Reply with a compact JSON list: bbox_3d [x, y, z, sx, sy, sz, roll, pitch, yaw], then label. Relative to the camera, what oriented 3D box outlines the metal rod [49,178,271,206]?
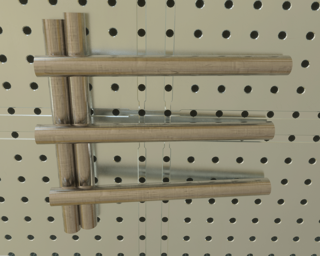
[{"bbox_3d":[0.005,0.088,0.430,0.302,0.025,0.025,-1,110,-7],"label":"metal rod"}]

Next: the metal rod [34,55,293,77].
[{"bbox_3d":[0.009,-0.074,0.371,0.302,0.025,0.025,-1,110,-7],"label":"metal rod"}]

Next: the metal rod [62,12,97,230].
[{"bbox_3d":[-0.104,0.005,0.413,0.025,0.025,0.298,1,110,-1],"label":"metal rod"}]

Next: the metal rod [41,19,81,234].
[{"bbox_3d":[-0.129,0.012,0.415,0.025,0.025,0.298,1,110,-1],"label":"metal rod"}]

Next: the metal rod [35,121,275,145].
[{"bbox_3d":[-0.001,0.006,0.399,0.302,0.025,0.025,-1,110,-7],"label":"metal rod"}]
